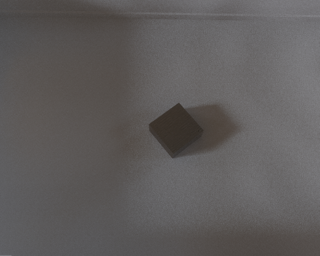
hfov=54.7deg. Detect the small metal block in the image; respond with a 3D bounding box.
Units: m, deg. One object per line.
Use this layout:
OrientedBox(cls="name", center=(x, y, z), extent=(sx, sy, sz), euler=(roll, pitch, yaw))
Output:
OrientedBox(cls="small metal block", center=(0.021, 0.003, 0.409), extent=(0.050, 0.025, 0.050), euler=(-36, 74, -13))
